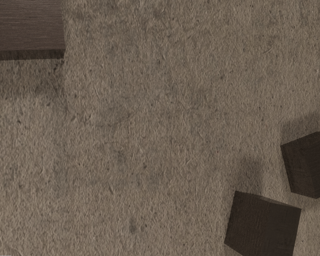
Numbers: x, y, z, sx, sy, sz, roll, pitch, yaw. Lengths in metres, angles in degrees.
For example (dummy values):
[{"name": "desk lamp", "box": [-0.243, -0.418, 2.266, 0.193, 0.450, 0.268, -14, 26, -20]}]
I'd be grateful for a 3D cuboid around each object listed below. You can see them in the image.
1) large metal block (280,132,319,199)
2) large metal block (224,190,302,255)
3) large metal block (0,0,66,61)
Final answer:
[{"name": "large metal block", "box": [0.248, 0.055, 0.490, 0.081, 0.050, 0.080, -17, 96, -20]}, {"name": "large metal block", "box": [0.141, 0.139, 0.434, 0.050, 0.080, 0.080, 15, 85, -20]}, {"name": "large metal block", "box": [-0.152, -0.120, 0.340, 0.081, 0.050, 0.079, -7, 93, -20]}]
